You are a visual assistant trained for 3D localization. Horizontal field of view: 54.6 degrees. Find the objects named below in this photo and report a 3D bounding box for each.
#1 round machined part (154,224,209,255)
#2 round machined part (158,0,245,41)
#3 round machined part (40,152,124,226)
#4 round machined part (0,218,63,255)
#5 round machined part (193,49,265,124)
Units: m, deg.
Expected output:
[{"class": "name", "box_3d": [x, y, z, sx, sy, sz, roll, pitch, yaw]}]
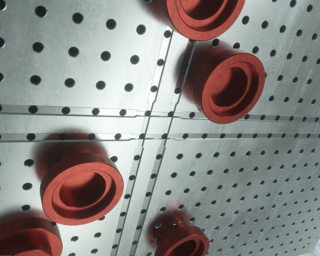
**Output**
[{"class": "round machined part", "box_3d": [0.034, 0.209, 0.547, 0.099, 0.042, 0.097, -14, 124, -21]}, {"class": "round machined part", "box_3d": [0.041, -0.147, 0.331, 0.099, 0.042, 0.097, -14, 124, -21]}, {"class": "round machined part", "box_3d": [-0.099, 0.071, 0.390, 0.099, 0.042, 0.097, -14, 124, -21]}, {"class": "round machined part", "box_3d": [-0.179, 0.170, 0.407, 0.099, 0.042, 0.097, -14, 124, -21]}, {"class": "round machined part", "box_3d": [0.086, -0.057, 0.411, 0.099, 0.042, 0.097, -14, 124, -21]}]
